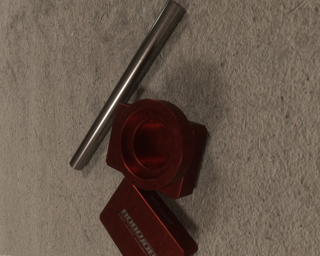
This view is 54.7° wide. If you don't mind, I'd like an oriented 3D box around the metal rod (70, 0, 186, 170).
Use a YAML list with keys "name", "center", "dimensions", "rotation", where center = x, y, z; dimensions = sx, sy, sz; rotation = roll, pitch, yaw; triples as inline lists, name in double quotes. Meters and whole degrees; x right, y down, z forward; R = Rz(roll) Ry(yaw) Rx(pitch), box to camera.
- name: "metal rod"
  center: [-0.058, -0.046, 0.450]
  dimensions: [0.025, 0.025, 0.298]
  rotation: [51, 120, 27]

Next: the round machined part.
- name: "round machined part"
  center: [-0.003, 0.018, 0.346]
  dimensions: [0.098, 0.042, 0.097]
  rotation: [0, 89, 39]

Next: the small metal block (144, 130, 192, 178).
- name: "small metal block"
  center: [0.009, 0.031, 0.395]
  dimensions: [0.050, 0.025, 0.050]
  rotation: [12, 98, 39]

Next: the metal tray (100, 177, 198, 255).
- name: "metal tray"
  center: [-0.021, 0.139, 0.417]
  dimensions: [0.130, 0.030, 0.089]
  rotation: [47, 118, 29]

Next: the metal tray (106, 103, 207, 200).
- name: "metal tray"
  center: [-0.010, 0.025, 0.399]
  dimensions: [0.130, 0.030, 0.089]
  rotation: [19, 101, 37]
